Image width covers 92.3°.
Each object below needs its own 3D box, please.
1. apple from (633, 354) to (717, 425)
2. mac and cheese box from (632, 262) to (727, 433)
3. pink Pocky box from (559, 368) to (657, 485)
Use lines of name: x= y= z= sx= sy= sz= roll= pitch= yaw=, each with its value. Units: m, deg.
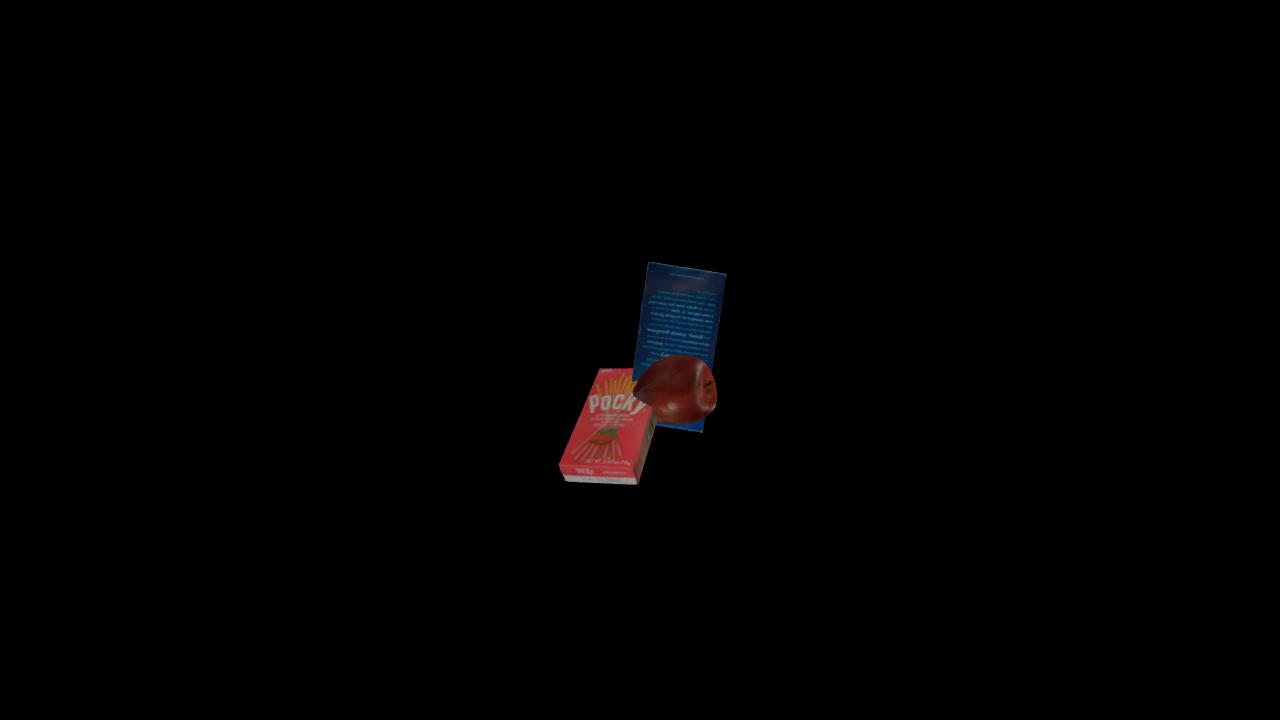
apple: x=0.040 y=0.034 z=0.683 sx=0.093 sy=0.079 sz=0.079 roll=-13 pitch=-6 yaw=29
mac and cheese box: x=0.041 y=-0.015 z=0.715 sx=0.093 sy=0.184 sz=0.041 roll=9 pitch=3 yaw=-1
pink Pocky box: x=-0.025 y=0.067 z=0.677 sx=0.084 sy=0.029 sz=0.155 roll=-1 pitch=40 yaw=19
